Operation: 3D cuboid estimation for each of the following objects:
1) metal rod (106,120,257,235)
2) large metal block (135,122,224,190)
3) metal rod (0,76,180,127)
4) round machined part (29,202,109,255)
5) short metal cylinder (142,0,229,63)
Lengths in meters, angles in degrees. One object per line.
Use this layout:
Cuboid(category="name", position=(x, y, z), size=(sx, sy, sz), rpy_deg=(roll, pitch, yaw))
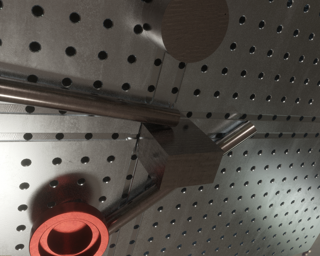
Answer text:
Cuboid(category="metal rod", position=(0.021, 0.081, 0.474), size=(0.301, 0.025, 0.025), rpy_deg=(-34, 129, -7))
Cuboid(category="large metal block", position=(0.023, 0.033, 0.410), size=(0.081, 0.080, 0.050), rpy_deg=(-1, 119, -28))
Cuboid(category="metal rod", position=(-0.107, -0.031, 0.334), size=(0.302, 0.025, 0.025), rpy_deg=(8, 114, -32))
Cuboid(category="round machined part", position=(-0.120, 0.140, 0.414), size=(0.099, 0.042, 0.097), rpy_deg=(-7, 113, -16))
Cuboid(category="short metal cylinder", position=(0.027, -0.118, 0.339), size=(0.081, 0.050, 0.079), rpy_deg=(-14, 125, -21))
